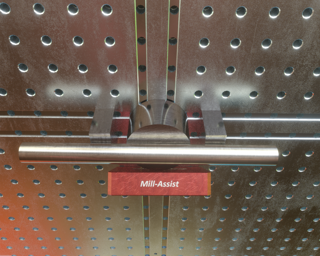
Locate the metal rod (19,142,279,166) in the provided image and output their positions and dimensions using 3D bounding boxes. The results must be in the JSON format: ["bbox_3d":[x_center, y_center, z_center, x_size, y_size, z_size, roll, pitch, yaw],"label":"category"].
[{"bbox_3d":[-0.013,0.031,0.372,0.302,0.025,0.025,1,130,-1],"label":"metal rod"}]

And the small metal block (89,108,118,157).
[{"bbox_3d":[-0.072,0.009,0.403,0.025,0.050,0.050,-1,130,0],"label":"small metal block"}]

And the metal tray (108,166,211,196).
[{"bbox_3d":[-0.001,0.072,0.433,0.131,0.090,0.030,0,87,-1],"label":"metal tray"}]

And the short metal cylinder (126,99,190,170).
[{"bbox_3d":[-0.002,0.010,0.403,0.081,0.050,0.079,0,130,0],"label":"short metal cylinder"}]

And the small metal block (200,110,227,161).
[{"bbox_3d":[0.068,0.012,0.406,0.025,0.050,0.050,-1,130,0],"label":"small metal block"}]
